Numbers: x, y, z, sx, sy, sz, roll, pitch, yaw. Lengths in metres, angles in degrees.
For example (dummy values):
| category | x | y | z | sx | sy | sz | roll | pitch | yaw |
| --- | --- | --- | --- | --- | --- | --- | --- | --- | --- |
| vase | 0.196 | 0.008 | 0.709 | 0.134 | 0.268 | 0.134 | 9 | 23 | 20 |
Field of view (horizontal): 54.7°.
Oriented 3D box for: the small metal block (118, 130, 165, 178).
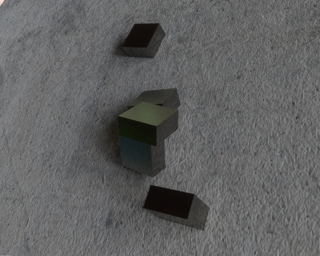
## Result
| category | x | y | z | sx | sy | sz | roll | pitch | yaw |
| --- | --- | --- | --- | --- | --- | --- | --- | --- | --- |
| small metal block | -0.022 | 0.026 | 0.380 | 0.050 | 0.050 | 0.025 | 16 | 31 | 34 |

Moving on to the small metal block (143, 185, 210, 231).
| category | x | y | z | sx | sy | sz | roll | pitch | yaw |
| --- | --- | --- | --- | --- | --- | --- | --- | --- | --- |
| small metal block | 0.018 | 0.084 | 0.326 | 0.050 | 0.050 | 0.025 | 6 | 65 | 30 |

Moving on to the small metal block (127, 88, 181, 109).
| category | x | y | z | sx | sy | sz | roll | pitch | yaw |
| --- | --- | --- | --- | --- | --- | --- | --- | --- | --- |
| small metal block | -0.007 | -0.030 | 0.411 | 0.050 | 0.025 | 0.050 | -2 | 28 | 27 |

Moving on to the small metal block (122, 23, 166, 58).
| category | x | y | z | sx | sy | sz | roll | pitch | yaw |
| --- | --- | --- | --- | --- | --- | --- | --- | --- | --- |
| small metal block | -0.026 | -0.143 | 0.505 | 0.050 | 0.025 | 0.050 | 11 | 67 | 32 |

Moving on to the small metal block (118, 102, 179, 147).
| category | x | y | z | sx | sy | sz | roll | pitch | yaw |
| --- | --- | --- | --- | --- | --- | --- | --- | --- | --- |
| small metal block | -0.013 | -0.006 | 0.360 | 0.050 | 0.025 | 0.050 | 15 | 30 | 26 |
